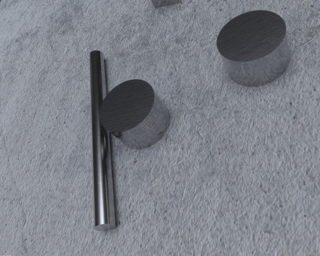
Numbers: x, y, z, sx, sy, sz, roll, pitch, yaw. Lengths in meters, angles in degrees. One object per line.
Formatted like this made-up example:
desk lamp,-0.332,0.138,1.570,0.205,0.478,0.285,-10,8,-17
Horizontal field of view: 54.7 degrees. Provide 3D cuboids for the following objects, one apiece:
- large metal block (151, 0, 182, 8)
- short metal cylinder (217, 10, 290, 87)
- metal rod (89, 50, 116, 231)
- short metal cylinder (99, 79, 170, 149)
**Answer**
large metal block,0.006,-0.268,0.529,0.050,0.080,0.080,0,62,28
short metal cylinder,0.117,-0.099,0.387,0.080,0.050,0.080,-13,56,20
metal rod,-0.087,-0.004,0.450,0.025,0.025,0.299,-21,54,15
short metal cylinder,-0.033,-0.018,0.415,0.080,0.050,0.080,-13,56,20
